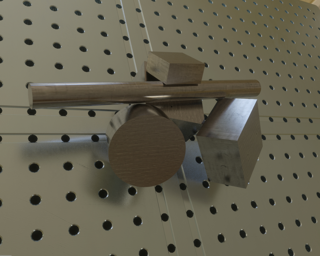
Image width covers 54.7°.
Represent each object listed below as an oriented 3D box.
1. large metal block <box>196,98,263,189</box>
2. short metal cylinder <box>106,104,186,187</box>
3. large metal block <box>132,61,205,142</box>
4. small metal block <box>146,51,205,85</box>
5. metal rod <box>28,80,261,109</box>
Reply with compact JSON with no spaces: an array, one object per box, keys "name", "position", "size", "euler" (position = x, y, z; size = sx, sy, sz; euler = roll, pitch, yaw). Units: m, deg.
[{"name":"large metal block","position":[0.093,0.017,0.400],"size":[0.080,0.050,0.080],"euler":[-53,137,-39]},{"name":"short metal cylinder","position":[-0.018,0.017,0.340],"size":[0.081,0.080,0.050],"euler":[18,12,-18]},{"name":"large metal block","position":[0.008,-0.033,0.412],"size":[0.081,0.050,0.080],"euler":[10,57,-23]},{"name":"small metal block","position":[0.018,-0.074,0.379],"size":[0.050,0.025,0.050],"euler":[-6,30,-31]},{"name":"metal rod","position":[0.007,-0.044,0.370],"size":[0.303,0.025,0.025],"euler":[-6,65,-31]}]
